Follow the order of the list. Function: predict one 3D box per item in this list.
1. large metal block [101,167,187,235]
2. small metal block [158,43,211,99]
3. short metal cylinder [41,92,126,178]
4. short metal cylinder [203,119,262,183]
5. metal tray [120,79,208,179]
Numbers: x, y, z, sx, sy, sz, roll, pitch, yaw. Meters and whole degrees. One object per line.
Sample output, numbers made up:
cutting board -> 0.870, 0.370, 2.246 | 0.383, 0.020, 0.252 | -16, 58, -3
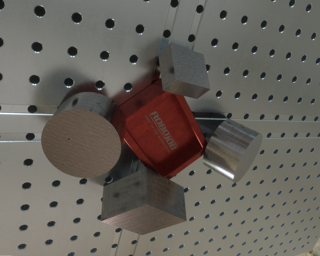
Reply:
large metal block -> -0.022, 0.104, 0.425 | 0.080, 0.050, 0.080 | -28, 136, 29
small metal block -> 0.029, -0.066, 0.366 | 0.050, 0.050, 0.025 | 9, 151, -32
short metal cylinder -> -0.080, 0.007, 0.336 | 0.081, 0.050, 0.079 | 0, 116, 0
short metal cylinder -> 0.107, 0.033, 0.454 | 0.080, 0.050, 0.079 | -39, 145, -34
metal tray -> 0.004, 0.008, 0.414 | 0.090, 0.030, 0.130 | -36, 129, -5
